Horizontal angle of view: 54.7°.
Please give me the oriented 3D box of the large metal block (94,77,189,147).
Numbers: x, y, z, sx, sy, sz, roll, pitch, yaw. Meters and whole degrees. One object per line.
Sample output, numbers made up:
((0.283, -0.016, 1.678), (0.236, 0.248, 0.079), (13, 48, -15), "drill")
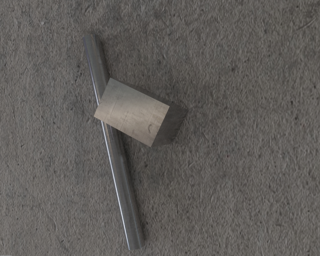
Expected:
((-0.020, -0.019, 0.387), (0.080, 0.080, 0.050), (27, 99, 18), "large metal block")

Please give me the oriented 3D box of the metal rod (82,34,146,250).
((-0.065, 0.016, 0.431), (0.025, 0.025, 0.298), (-15, 85, 19), "metal rod")
